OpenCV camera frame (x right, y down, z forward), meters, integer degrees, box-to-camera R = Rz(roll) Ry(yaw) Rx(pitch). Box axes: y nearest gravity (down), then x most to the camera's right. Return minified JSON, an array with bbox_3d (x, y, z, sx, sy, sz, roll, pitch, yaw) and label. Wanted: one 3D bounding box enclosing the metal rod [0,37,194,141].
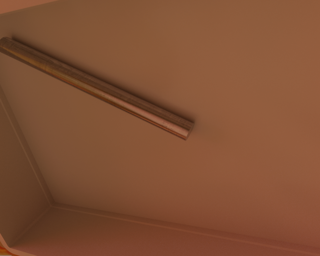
[{"bbox_3d":[-0.095,-0.058,0.423,0.301,0.025,0.025,26,128,12],"label":"metal rod"}]
